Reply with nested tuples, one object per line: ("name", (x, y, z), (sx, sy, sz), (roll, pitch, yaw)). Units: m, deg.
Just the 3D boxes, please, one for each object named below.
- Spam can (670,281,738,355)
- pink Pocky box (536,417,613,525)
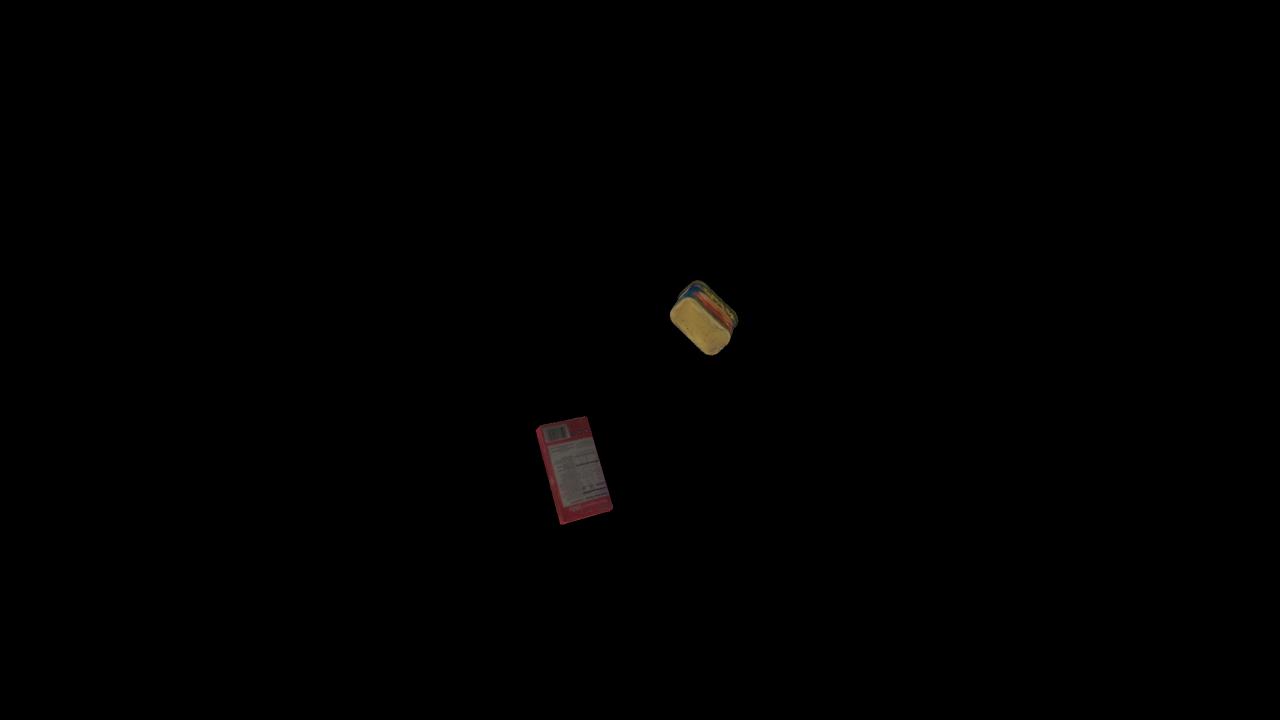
("Spam can", (0.098, -0.065, 0.948), (0.058, 0.101, 0.085), (-44, 5, 27))
("pink Pocky box", (-0.103, 0.171, 0.963), (0.084, 0.155, 0.029), (-9, -18, -29))
